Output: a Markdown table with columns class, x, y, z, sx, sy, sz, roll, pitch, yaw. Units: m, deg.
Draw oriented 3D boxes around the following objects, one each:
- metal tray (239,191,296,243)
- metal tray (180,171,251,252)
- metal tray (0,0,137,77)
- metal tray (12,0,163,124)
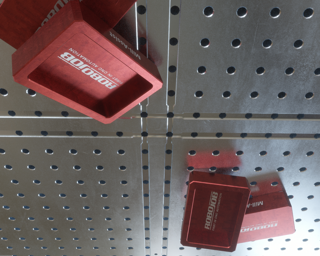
| class | x | y | z | sx | sy | sz | roll | pitch | yaw |
| --- | --- | --- | --- | --- | --- | --- | --- | --- | --- |
| metal tray | 0.164 | 0.162 | 0.547 | 0.130 | 0.030 | 0.090 | -15 | 129 | 12 |
| metal tray | 0.085 | 0.135 | 0.495 | 0.090 | 0.030 | 0.129 | 7 | 115 | 3 |
| metal tray | -0.094 | -0.119 | 0.306 | 0.090 | 0.030 | 0.130 | 36 | 121 | -27 |
| metal tray | -0.069 | -0.058 | 0.323 | 0.090 | 0.030 | 0.130 | -33 | 146 | 20 |
